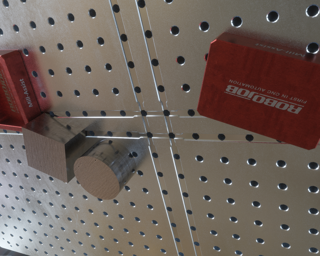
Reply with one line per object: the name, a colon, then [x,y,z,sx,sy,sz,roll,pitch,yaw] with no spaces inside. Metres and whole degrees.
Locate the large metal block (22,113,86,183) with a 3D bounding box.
large metal block: [-0.169,0.032,0.504,0.080,0.050,0.079,19,126,16]

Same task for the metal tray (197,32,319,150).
metal tray: [0.111,-0.039,0.325,0.130,0.030,0.089,19,126,16]

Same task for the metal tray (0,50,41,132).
metal tray: [-0.250,-0.058,0.503,0.090,0.030,0.129,6,121,25]

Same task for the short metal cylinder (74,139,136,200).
short metal cylinder: [-0.084,0.063,0.479,0.080,0.050,0.079,13,124,21]
